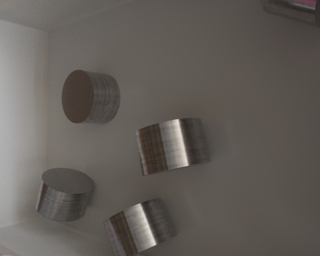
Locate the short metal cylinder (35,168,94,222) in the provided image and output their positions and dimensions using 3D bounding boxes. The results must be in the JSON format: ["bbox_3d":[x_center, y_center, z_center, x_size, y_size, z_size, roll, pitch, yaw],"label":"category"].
[{"bbox_3d":[-0.153,0.105,0.498,0.080,0.081,0.050,29,109,36],"label":"short metal cylinder"}]

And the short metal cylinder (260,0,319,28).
[{"bbox_3d":[0.130,-0.132,0.263,0.050,0.081,0.079,34,111,35],"label":"short metal cylinder"}]

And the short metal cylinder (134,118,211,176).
[{"bbox_3d":[0.014,0.023,0.359,0.080,0.081,0.050,-20,78,38],"label":"short metal cylinder"}]

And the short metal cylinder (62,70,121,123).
[{"bbox_3d":[-0.107,-0.047,0.479,0.080,0.050,0.080,0,90,40],"label":"short metal cylinder"}]

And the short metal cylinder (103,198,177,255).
[{"bbox_3d":[-0.025,0.129,0.392,0.080,0.081,0.050,-38,67,33],"label":"short metal cylinder"}]
